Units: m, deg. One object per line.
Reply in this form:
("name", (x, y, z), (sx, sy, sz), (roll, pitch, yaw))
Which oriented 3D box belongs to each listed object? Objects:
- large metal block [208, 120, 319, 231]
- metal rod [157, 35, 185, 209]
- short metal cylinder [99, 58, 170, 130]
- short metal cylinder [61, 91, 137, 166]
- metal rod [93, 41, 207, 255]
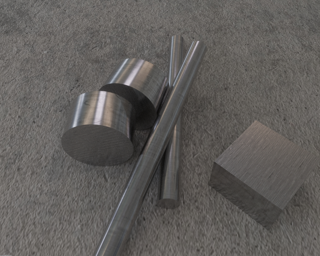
("large metal block", (0.114, 0.050, 0.346), (0.080, 0.050, 0.080), (36, 59, 26))
("metal rod", (0.019, -0.033, 0.430), (0.025, 0.025, 0.300), (3, 50, 2))
("short metal cylinder", (-0.033, -0.043, 0.403), (0.080, 0.080, 0.050), (15, 52, 12))
("short metal cylinder", (-0.070, 0.003, 0.365), (0.081, 0.080, 0.050), (1, 50, 0))
("metal rod", (0.001, 0.007, 0.368), (0.025, 0.025, 0.300), (17, 61, 13))
